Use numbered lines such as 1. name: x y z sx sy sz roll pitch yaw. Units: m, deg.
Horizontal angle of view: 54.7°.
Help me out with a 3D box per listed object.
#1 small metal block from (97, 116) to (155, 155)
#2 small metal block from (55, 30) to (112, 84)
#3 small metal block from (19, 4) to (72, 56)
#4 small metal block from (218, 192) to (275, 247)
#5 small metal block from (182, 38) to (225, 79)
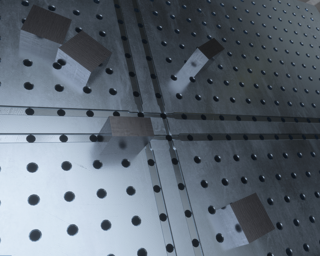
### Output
1. small metal block: -0.041 0.010 0.365 0.050 0.050 0.025 1 62 -28
2. small metal block: -0.101 -0.095 0.413 0.050 0.025 0.050 37 51 -4
3. small metal block: -0.149 -0.127 0.406 0.050 0.025 0.050 18 55 -18
4. small metal block: 0.112 0.117 0.399 0.050 0.025 0.050 -12 68 -33
5. small metal block: 0.070 -0.112 0.500 0.025 0.050 0.050 48 51 4
